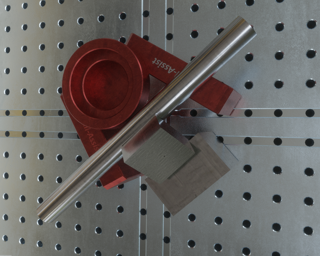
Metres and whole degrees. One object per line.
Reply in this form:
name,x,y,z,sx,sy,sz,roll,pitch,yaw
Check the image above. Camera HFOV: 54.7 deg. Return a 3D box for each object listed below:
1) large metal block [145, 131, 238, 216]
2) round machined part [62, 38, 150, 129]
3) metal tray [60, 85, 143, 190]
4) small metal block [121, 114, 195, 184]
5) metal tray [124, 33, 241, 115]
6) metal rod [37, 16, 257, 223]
large metal block,0.041,0.050,0.365,0.080,0.080,0.050,-43,77,15
round machined part,-0.056,-0.047,0.349,0.098,0.042,0.097,0,90,19
metal tray,-0.065,0.008,0.399,0.030,0.090,0.130,-31,80,17
small metal block,-0.002,0.022,0.312,0.050,0.050,0.025,-44,32,14
metal tray,0.028,-0.061,0.367,0.130,0.090,0.030,33,102,16
metal rod,-0.026,0.003,0.325,0.299,0.025,0.025,-42,77,14
